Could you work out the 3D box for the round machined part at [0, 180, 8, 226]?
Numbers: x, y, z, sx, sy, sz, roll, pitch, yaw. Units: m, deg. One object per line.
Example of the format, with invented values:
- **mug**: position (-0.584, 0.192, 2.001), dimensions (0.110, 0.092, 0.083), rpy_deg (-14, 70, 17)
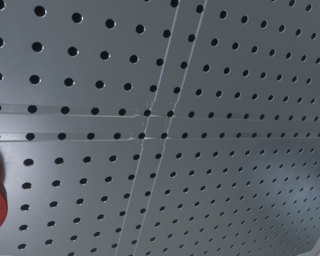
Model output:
- **round machined part**: position (-0.218, 0.079, 0.330), dimensions (0.099, 0.042, 0.097), rpy_deg (-14, 124, -21)
